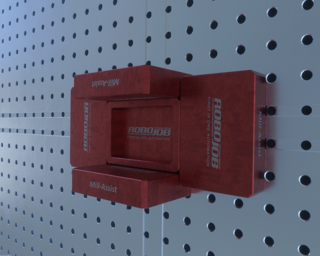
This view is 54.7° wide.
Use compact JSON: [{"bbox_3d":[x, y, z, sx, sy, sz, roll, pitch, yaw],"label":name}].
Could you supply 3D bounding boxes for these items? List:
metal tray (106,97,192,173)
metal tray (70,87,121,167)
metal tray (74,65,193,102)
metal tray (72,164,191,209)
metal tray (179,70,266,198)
[{"bbox_3d":[-0.018,0.007,0.416,0.130,0.030,0.089,1,91,39],"label":"metal tray"},{"bbox_3d":[-0.102,-0.001,0.487,0.090,0.030,0.129,1,91,39],"label":"metal tray"},{"bbox_3d":[-0.035,-0.052,0.394,0.130,0.091,0.030,1,91,39],"label":"metal tray"},{"bbox_3d":[-0.037,0.068,0.394,0.130,0.091,0.030,1,91,39],"label":"metal tray"},{"bbox_3d":[0.068,0.005,0.347,0.090,0.030,0.129,1,91,38],"label":"metal tray"}]
